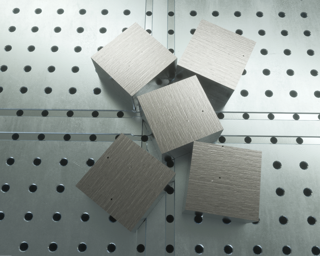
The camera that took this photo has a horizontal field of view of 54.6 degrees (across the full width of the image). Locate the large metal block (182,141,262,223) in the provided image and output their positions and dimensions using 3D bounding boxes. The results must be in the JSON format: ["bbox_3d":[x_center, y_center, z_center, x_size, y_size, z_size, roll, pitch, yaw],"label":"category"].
[{"bbox_3d":[0.073,0.067,0.374,0.080,0.050,0.080,9,70,2],"label":"large metal block"}]

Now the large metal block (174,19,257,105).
[{"bbox_3d":[0.075,-0.091,0.431,0.080,0.050,0.080,25,72,6],"label":"large metal block"}]

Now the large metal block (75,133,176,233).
[{"bbox_3d":[-0.038,0.067,0.372,0.080,0.050,0.080,36,74,12],"label":"large metal block"}]

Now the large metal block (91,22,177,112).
[{"bbox_3d":[-0.034,-0.084,0.429,0.080,0.050,0.080,-42,75,-13],"label":"large metal block"}]

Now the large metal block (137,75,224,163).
[{"bbox_3d":[0.024,-0.010,0.402,0.080,0.050,0.080,-21,72,-8],"label":"large metal block"}]
